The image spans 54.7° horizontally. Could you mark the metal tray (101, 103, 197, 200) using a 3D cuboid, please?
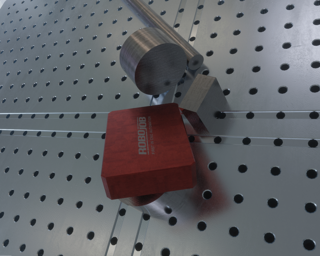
[{"bbox_3d":[-0.015,0.019,0.351,0.091,0.030,0.130,-8,32,-1],"label":"metal tray"}]

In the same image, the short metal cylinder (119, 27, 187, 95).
[{"bbox_3d":[-0.010,-0.093,0.435,0.080,0.080,0.050,-39,51,2],"label":"short metal cylinder"}]

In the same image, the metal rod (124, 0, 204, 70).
[{"bbox_3d":[-0.015,-0.189,0.532,0.025,0.025,0.300,-37,51,3],"label":"metal rod"}]

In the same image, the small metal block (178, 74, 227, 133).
[{"bbox_3d":[0.054,-0.030,0.382,0.025,0.050,0.050,20,72,35],"label":"small metal block"}]

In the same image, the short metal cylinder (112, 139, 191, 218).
[{"bbox_3d":[-0.009,0.059,0.361,0.080,0.050,0.080,-13,56,21],"label":"short metal cylinder"}]
